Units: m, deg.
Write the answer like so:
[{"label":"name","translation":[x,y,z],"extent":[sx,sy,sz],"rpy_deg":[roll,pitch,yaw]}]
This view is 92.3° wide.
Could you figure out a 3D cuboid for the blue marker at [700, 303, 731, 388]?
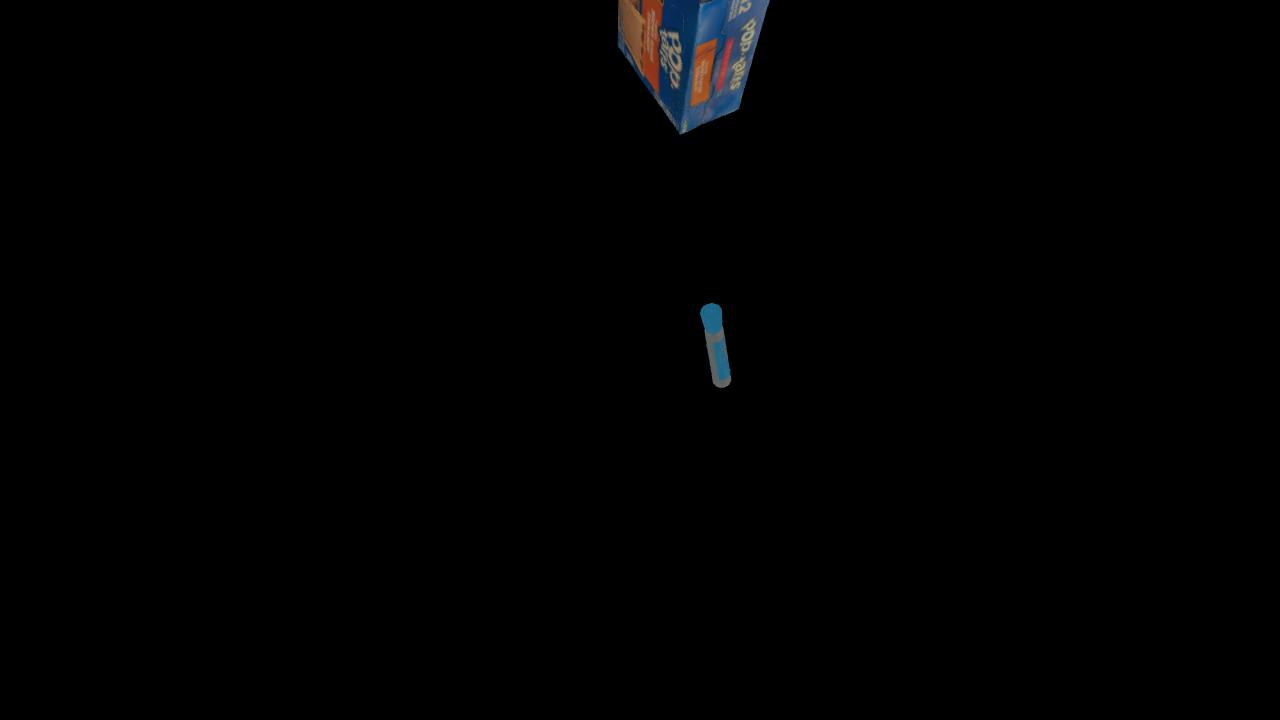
[{"label":"blue marker","translation":[0.071,-0.012,0.573],"extent":[0.020,0.020,0.121],"rpy_deg":[0,-33,13]}]

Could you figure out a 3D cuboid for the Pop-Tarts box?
[{"label":"Pop-Tarts box","translation":[0.046,-0.343,0.614],"extent":[0.083,0.141,0.167],"rpy_deg":[-29,-15,-11]}]
